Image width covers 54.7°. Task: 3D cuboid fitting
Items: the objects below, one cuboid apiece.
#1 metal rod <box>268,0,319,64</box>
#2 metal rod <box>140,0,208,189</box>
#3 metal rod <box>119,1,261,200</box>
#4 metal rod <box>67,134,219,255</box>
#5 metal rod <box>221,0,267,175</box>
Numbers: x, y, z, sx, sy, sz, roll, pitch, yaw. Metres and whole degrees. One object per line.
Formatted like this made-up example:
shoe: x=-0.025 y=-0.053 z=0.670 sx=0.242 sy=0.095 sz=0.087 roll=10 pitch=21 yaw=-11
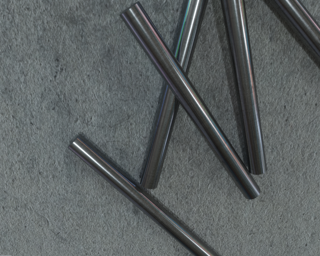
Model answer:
metal rod: x=0.131 y=-0.158 z=0.352 sx=0.300 sy=0.025 sz=0.025 roll=43 pitch=105 yaw=-14
metal rod: x=0.019 y=-0.056 z=0.388 sx=0.025 sy=0.025 sz=0.298 roll=13 pitch=110 yaw=-5
metal rod: x=0.050 y=-0.016 z=0.383 sx=0.025 sy=0.025 sz=0.300 roll=-32 pitch=115 yaw=11
metal rod: x=-0.011 y=0.118 z=0.452 sx=0.025 sy=0.025 sz=0.300 roll=-42 pitch=105 yaw=14
metal rod: x=0.099 y=-0.073 z=0.371 sx=0.025 sy=0.025 sz=0.298 roll=-14 pitch=114 yaw=5
